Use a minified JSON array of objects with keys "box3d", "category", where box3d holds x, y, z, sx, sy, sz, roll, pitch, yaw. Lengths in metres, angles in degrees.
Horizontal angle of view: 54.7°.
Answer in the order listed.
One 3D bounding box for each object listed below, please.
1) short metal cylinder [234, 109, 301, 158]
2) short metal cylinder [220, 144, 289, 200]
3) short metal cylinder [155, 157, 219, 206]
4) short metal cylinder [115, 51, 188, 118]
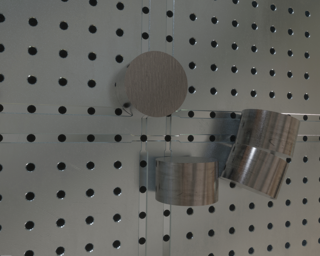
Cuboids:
[{"box3d":[0.151,0.008,0.439,0.081,0.080,0.050,16,85,-19],"category":"short metal cylinder"},{"box3d":[0.130,0.060,0.432,0.080,0.080,0.050,26,82,-18],"category":"short metal cylinder"},{"box3d":[0.034,0.065,0.396,0.081,0.080,0.050,0,90,-20],"category":"short metal cylinder"},{"box3d":[-0.012,-0.053,0.395,0.081,0.050,0.079,0,90,-20],"category":"short metal cylinder"}]
